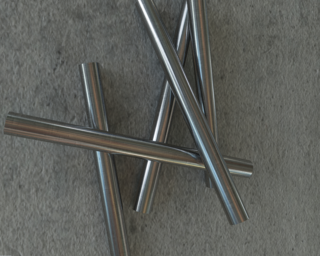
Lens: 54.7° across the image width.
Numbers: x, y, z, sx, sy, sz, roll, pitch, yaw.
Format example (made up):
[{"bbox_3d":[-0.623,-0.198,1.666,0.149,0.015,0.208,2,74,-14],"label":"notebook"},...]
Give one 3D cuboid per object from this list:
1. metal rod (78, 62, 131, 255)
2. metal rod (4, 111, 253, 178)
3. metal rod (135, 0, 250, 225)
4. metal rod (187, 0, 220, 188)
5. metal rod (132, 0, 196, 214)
[{"bbox_3d":[-0.064,0.070,0.386,0.025,0.025,0.298,-10,94,-20],"label":"metal rod"},{"bbox_3d":[-0.021,0.025,0.373,0.302,0.025,0.025,12,86,-19],"label":"metal rod"},{"bbox_3d":[0.037,-0.027,0.384,0.025,0.025,0.299,-20,82,-19],"label":"metal rod"},{"bbox_3d":[0.059,-0.065,0.414,0.025,0.025,0.298,-11,100,-20],"label":"metal rod"},{"bbox_3d":[0.011,-0.037,0.414,0.025,0.025,0.298,15,85,-20],"label":"metal rod"}]
